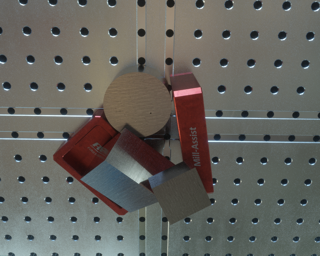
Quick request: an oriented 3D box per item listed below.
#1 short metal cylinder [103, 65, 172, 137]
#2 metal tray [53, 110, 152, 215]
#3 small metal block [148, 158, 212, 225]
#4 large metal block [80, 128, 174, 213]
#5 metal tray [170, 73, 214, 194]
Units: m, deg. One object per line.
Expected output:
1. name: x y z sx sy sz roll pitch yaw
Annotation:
1. short metal cylinder: -0.026 -0.035 0.387 0.081 0.050 0.079 0 110 -1
2. metal tray: -0.066 0.050 0.427 0.090 0.030 0.130 -41 106 13
3. small metal block: 0.022 0.069 0.339 0.050 0.025 0.050 -26 109 -3
4. large metal block: -0.040 0.056 0.387 0.080 0.050 0.080 38 141 -14
5. metal tray: 0.038 0.006 0.381 0.030 0.090 0.129 -9 110 3
